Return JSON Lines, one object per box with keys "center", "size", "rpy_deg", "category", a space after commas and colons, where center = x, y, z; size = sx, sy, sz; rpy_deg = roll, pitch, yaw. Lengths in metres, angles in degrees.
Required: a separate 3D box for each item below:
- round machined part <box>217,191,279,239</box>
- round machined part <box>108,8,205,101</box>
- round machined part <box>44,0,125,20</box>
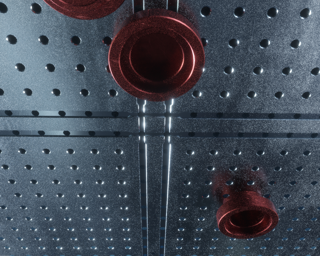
{"center": [0.145, 0.144, 0.525], "size": [0.099, 0.042, 0.097], "rpy_deg": [-1, 130, 0], "category": "round machined part"}
{"center": [-0.003, -0.080, 0.332], "size": [0.099, 0.042, 0.097], "rpy_deg": [-1, 130, 0], "category": "round machined part"}
{"center": [-0.073, -0.144, 0.277], "size": [0.099, 0.042, 0.097], "rpy_deg": [-1, 130, 0], "category": "round machined part"}
